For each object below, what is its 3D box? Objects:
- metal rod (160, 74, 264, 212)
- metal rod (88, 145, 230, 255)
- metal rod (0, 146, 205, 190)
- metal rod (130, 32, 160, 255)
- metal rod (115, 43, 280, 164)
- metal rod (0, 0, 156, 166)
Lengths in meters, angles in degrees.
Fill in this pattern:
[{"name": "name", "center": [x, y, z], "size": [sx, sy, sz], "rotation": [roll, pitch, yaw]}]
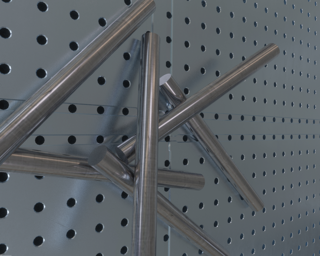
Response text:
[{"name": "metal rod", "center": [0.089, 0.037, 0.482], "size": [0.300, 0.025, 0.025], "rotation": [50, 61, -28]}, {"name": "metal rod", "center": [0.018, 0.116, 0.403], "size": [0.300, 0.025, 0.025], "rotation": [47, 62, -36]}, {"name": "metal rod", "center": [-0.057, 0.051, 0.360], "size": [0.302, 0.025, 0.025], "rotation": [14, 81, -39]}, {"name": "metal rod", "center": [-0.014, 0.023, 0.342], "size": [0.025, 0.025, 0.299], "rotation": [20, 61, -38]}, {"name": "metal rod", "center": [0.067, -0.045, 0.425], "size": [0.302, 0.025, 0.025], "rotation": [-35, 112, -26]}, {"name": "metal rod", "center": [-0.089, -0.053, 0.314], "size": [0.025, 0.025, 0.301], "rotation": [53, 53, -27]}]
